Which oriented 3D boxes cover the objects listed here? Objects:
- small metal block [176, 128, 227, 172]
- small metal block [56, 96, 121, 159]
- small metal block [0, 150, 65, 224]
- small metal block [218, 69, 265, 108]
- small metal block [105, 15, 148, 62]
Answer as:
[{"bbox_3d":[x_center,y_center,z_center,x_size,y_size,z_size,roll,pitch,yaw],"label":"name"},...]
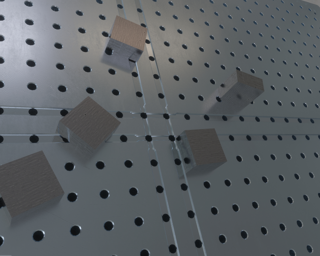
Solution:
[{"bbox_3d":[0.056,0.029,0.420,0.050,0.025,0.050,-3,63,-30],"label":"small metal block"},{"bbox_3d":[-0.083,-0.001,0.364,0.050,0.025,0.050,40,51,-1],"label":"small metal block"},{"bbox_3d":[-0.130,0.057,0.303,0.050,0.025,0.050,-23,74,-36],"label":"small metal block"},{"bbox_3d":[0.130,-0.062,0.499,0.050,0.050,0.025,15,56,-20],"label":"small metal block"},{"bbox_3d":[-0.049,-0.133,0.462,0.050,0.025,0.050,19,55,-17],"label":"small metal block"}]
